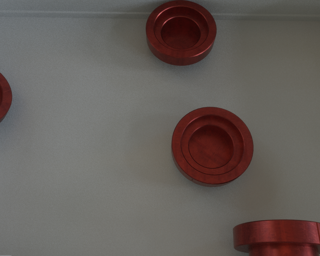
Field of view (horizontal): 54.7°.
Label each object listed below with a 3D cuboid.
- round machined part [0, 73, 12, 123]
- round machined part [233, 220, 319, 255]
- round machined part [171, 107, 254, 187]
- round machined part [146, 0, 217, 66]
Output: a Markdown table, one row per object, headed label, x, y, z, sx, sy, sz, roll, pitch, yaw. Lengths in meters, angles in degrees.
| label | x | y | z | sx | sy | sz | roll | pitch | yaw |
| --- | --- | --- | --- | --- | --- | --- | --- | --- | --- |
| round machined part | -0.247 | -0.037 | 0.396 | 0.099 | 0.042 | 0.098 | 18 | 57 | -30 |
| round machined part | 0.127 | 0.127 | 0.322 | 0.099 | 0.098 | 0.042 | 3 | 62 | 1 |
| round machined part | 0.063 | 0.026 | 0.391 | 0.099 | 0.042 | 0.098 | 0 | 70 | 0 |
| round machined part | 0.030 | -0.132 | 0.449 | 0.099 | 0.042 | 0.098 | 0 | 70 | 0 |
